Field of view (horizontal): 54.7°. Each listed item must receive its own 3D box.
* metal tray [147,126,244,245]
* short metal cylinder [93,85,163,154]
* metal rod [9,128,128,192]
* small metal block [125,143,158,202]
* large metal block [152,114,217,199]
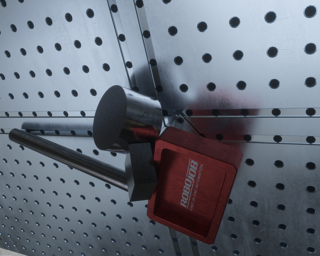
[{"bbox_3d":[0.036,0.070,0.363,0.090,0.030,0.129,19,126,17],"label":"metal tray"},{"bbox_3d":[-0.042,-0.008,0.383,0.050,0.080,0.080,15,140,-36],"label":"short metal cylinder"},{"bbox_3d":[-0.136,0.045,0.470,0.300,0.025,0.025,15,125,33],"label":"metal rod"},{"bbox_3d":[-0.024,0.052,0.361,0.025,0.050,0.050,-3,147,-15],"label":"small metal block"},{"bbox_3d":[0.020,0.042,0.408,0.080,0.050,0.080,46,129,-5],"label":"large metal block"}]
